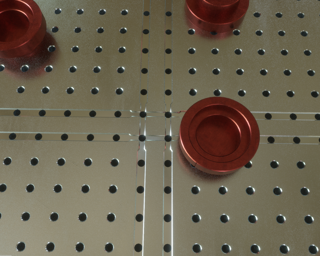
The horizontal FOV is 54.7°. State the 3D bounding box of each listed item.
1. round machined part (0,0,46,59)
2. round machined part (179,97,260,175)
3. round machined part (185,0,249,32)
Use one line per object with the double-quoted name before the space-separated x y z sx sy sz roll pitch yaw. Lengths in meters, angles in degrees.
"round machined part" -0.215 -0.143 0.452 0.099 0.042 0.098 0 70 -1
"round machined part" 0.073 0.012 0.399 0.099 0.042 0.098 0 70 -1
"round machined part" 0.089 -0.201 0.477 0.099 0.042 0.098 0 70 0
